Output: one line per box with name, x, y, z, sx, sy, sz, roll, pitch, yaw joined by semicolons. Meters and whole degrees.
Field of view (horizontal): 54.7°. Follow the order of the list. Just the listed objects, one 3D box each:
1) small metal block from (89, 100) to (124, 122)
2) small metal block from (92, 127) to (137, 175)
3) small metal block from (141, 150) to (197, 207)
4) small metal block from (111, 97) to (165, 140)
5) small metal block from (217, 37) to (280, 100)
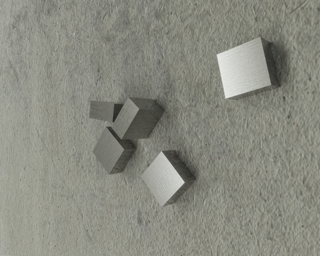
small metal block;-0.064;-0.023;0.442;0.050;0.050;0.025;11;97;39
small metal block;-0.069;0.033;0.462;0.050;0.025;0.050;47;118;29
small metal block;0.010;0.064;0.397;0.050;0.025;0.050;52;120;27
small metal block;-0.029;-0.012;0.412;0.025;0.050;0.050;47;118;29
small metal block;0.093;-0.061;0.328;0.050;0.025;0.050;-16;80;39
